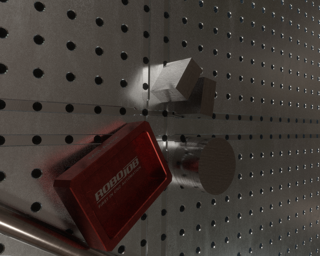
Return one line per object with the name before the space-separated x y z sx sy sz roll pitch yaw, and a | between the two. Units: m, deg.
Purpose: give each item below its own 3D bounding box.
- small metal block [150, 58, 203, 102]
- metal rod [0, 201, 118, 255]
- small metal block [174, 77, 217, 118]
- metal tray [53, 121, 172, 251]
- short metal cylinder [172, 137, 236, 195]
small metal block | 0.021 -0.063 0.413 0.025 0.050 0.050 42 65 -33
metal rod | -0.060 0.158 0.360 0.300 0.025 0.025 41 65 -33
small metal block | 0.049 -0.042 0.436 0.025 0.050 0.050 13 82 -40
metal tray | -0.045 0.060 0.354 0.131 0.030 0.090 -42 116 -44
short metal cylinder | 0.065 0.053 0.450 0.081 0.050 0.079 0 90 -40
